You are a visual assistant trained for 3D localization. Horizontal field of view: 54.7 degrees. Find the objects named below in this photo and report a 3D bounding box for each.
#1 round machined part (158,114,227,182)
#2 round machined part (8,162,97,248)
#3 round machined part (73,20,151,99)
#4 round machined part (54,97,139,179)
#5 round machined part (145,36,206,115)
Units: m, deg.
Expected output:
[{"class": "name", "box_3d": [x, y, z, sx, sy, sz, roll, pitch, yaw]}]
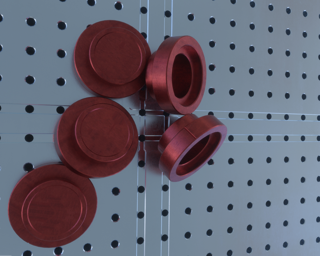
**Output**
[{"class": "round machined part", "box_3d": [0.036, 0.020, 0.399, 0.098, 0.098, 0.042, -35, 62, -17]}, {"class": "round machined part", "box_3d": [-0.122, 0.091, 0.359, 0.099, 0.042, 0.097, 0, 90, -21]}, {"class": "round machined part", "box_3d": [-0.056, -0.086, 0.384, 0.099, 0.042, 0.097, 0, 90, -21]}, {"class": "round machined part", "box_3d": [-0.070, 0.009, 0.365, 0.099, 0.042, 0.098, 8, 73, -26]}, {"class": "round machined part", "box_3d": [0.018, -0.066, 0.395, 0.099, 0.042, 0.097, -14, 107, -54]}]
